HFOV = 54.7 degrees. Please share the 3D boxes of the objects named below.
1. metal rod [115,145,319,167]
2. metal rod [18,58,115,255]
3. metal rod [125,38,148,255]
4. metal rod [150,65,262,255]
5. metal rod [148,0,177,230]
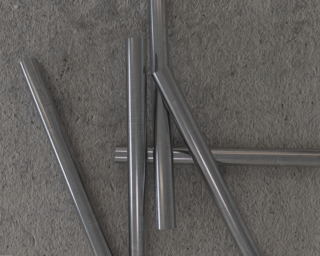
[{"bbox_3d":[0.093,0.038,0.410,0.302,0.025,0.025,1,90,0],"label":"metal rod"},{"bbox_3d":[-0.119,0.052,0.408,0.025,0.025,0.299,-21,90,0],"label":"metal rod"},{"bbox_3d":[-0.028,0.044,0.384,0.025,0.025,0.298,0,100,0],"label":"metal rod"},{"bbox_3d":[0.067,0.063,0.388,0.025,0.025,0.299,-27,99,0],"label":"metal rod"},{"bbox_3d":[0.002,-0.028,0.391,0.025,0.025,0.298,-2,83,0],"label":"metal rod"}]
